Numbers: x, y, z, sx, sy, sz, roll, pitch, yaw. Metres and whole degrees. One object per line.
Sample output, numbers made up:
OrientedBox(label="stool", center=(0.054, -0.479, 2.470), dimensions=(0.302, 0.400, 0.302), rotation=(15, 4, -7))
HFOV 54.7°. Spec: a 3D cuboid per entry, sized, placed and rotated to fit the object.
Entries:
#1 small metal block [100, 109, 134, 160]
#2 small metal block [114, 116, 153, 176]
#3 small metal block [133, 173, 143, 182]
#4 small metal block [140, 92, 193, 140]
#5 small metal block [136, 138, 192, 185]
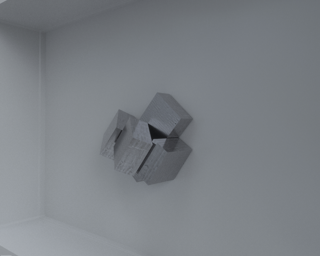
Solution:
OrientedBox(label="small metal block", center=(-0.060, 0.010, 0.436), dimensions=(0.050, 0.025, 0.050), rotation=(-55, 20, 26))
OrientedBox(label="small metal block", center=(-0.035, 0.022, 0.383), dimensions=(0.050, 0.025, 0.050), rotation=(-59, 23, 23))
OrientedBox(label="small metal block", center=(-0.024, 0.037, 0.422), dimensions=(0.050, 0.025, 0.050), rotation=(50, 119, 28))
OrientedBox(label="small metal block", center=(0.006, -0.010, 0.398), dimensions=(0.050, 0.025, 0.050), rotation=(50, 119, 28))
OrientedBox(label="small metal block", center=(0.005, 0.040, 0.382), dimensions=(0.025, 0.050, 0.050), rotation=(43, 116, 31))
